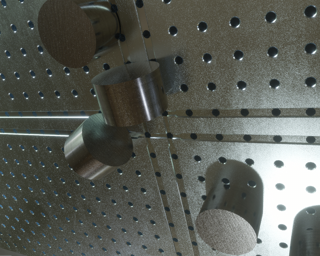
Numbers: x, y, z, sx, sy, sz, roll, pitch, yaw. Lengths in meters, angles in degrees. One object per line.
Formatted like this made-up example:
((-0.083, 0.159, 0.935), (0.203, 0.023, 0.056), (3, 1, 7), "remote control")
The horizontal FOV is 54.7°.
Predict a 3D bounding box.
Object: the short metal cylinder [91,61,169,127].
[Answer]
((-0.034, -0.042, 0.366), (0.080, 0.080, 0.050), (0, 119, 28), "short metal cylinder")

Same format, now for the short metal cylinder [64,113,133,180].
((-0.085, 0.026, 0.435), (0.080, 0.080, 0.050), (49, 128, -7), "short metal cylinder")

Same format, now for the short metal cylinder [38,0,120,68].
((-0.096, -0.118, 0.371), (0.080, 0.050, 0.079), (13, 124, 20), "short metal cylinder")

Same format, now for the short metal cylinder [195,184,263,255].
((0.095, 0.124, 0.421), (0.080, 0.050, 0.079), (13, 124, 20), "short metal cylinder")

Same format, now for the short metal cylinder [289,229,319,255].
((0.208, 0.177, 0.395), (0.080, 0.050, 0.079), (13, 124, 20), "short metal cylinder")
